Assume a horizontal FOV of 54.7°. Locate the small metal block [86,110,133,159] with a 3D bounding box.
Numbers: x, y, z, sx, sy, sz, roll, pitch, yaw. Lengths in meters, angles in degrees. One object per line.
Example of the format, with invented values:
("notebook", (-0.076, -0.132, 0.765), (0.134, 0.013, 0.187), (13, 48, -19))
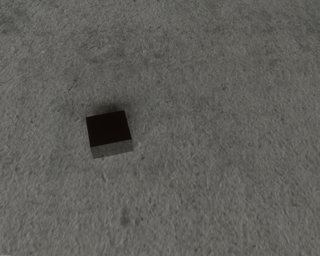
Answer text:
("small metal block", (-0.065, 0.008, 0.396), (0.050, 0.025, 0.050), (-11, 51, -10))
